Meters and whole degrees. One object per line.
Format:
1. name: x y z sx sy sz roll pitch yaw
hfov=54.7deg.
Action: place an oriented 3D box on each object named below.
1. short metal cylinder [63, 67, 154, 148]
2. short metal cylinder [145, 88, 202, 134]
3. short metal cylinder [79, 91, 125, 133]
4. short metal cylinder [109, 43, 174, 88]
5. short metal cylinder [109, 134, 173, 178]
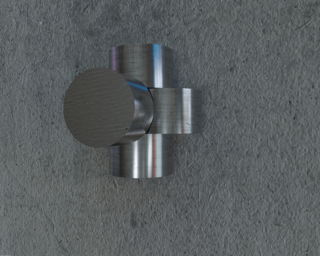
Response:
1. short metal cylinder: -0.053 -0.020 0.329 0.080 0.050 0.079 0 90 19
2. short metal cylinder: 0.011 -0.019 0.376 0.080 0.080 0.050 0 90 19
3. short metal cylinder: -0.066 -0.018 0.403 0.080 0.080 0.050 -1 90 19
4. short metal cylinder: -0.023 -0.070 0.388 0.080 0.080 0.050 -2 90 19
5. short metal cylinder: -0.023 0.031 0.388 0.080 0.080 0.050 0 90 19
